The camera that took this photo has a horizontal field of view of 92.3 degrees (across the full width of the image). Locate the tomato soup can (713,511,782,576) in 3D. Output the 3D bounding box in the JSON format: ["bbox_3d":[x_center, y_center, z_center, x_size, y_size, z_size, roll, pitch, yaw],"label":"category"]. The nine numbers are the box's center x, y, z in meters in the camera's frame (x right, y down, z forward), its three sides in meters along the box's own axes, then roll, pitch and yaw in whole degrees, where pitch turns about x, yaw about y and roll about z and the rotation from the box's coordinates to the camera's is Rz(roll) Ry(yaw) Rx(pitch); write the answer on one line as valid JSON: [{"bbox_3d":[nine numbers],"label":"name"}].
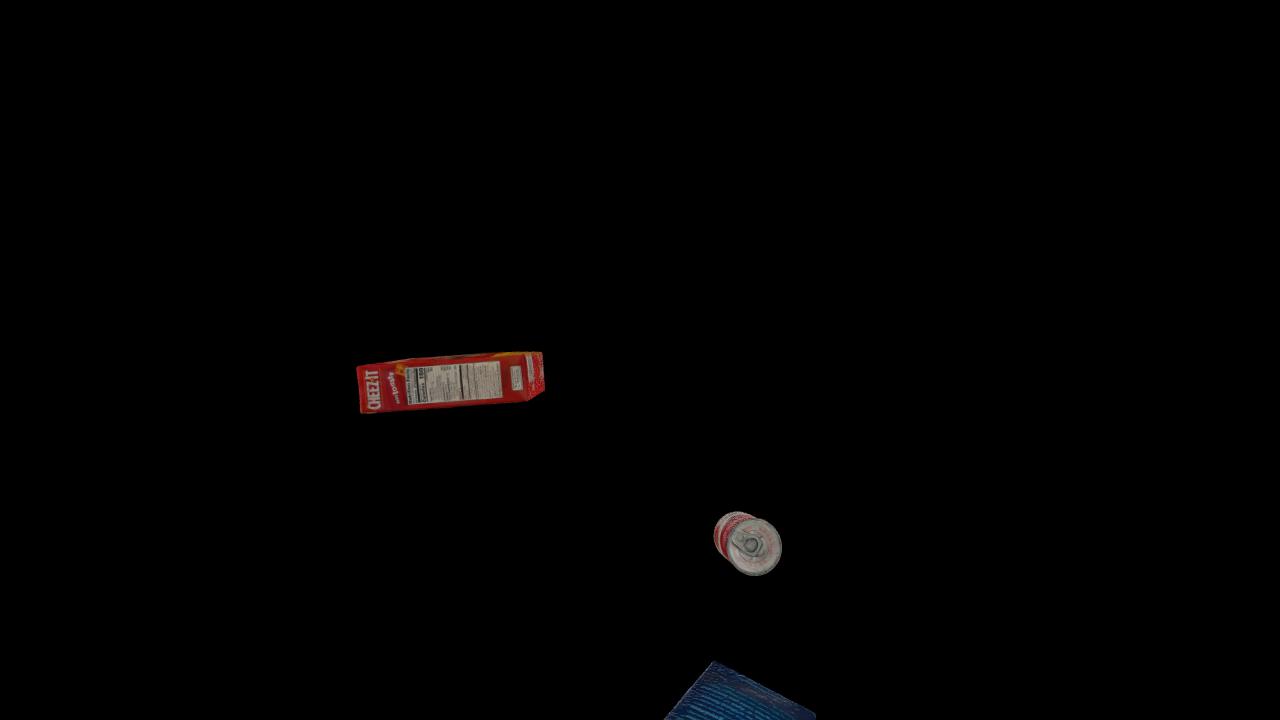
[{"bbox_3d":[0.135,0.231,0.784,0.068,0.068,0.101,0,-9,-3],"label":"tomato soup can"}]

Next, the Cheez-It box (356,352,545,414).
[{"bbox_3d":[-0.256,0.027,0.871,0.223,0.071,0.166,-3,2,-1],"label":"Cheez-It box"}]

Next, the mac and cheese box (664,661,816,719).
[{"bbox_3d":[0.057,0.280,0.426,0.093,0.041,0.184,18,6,26],"label":"mac and cheese box"}]
